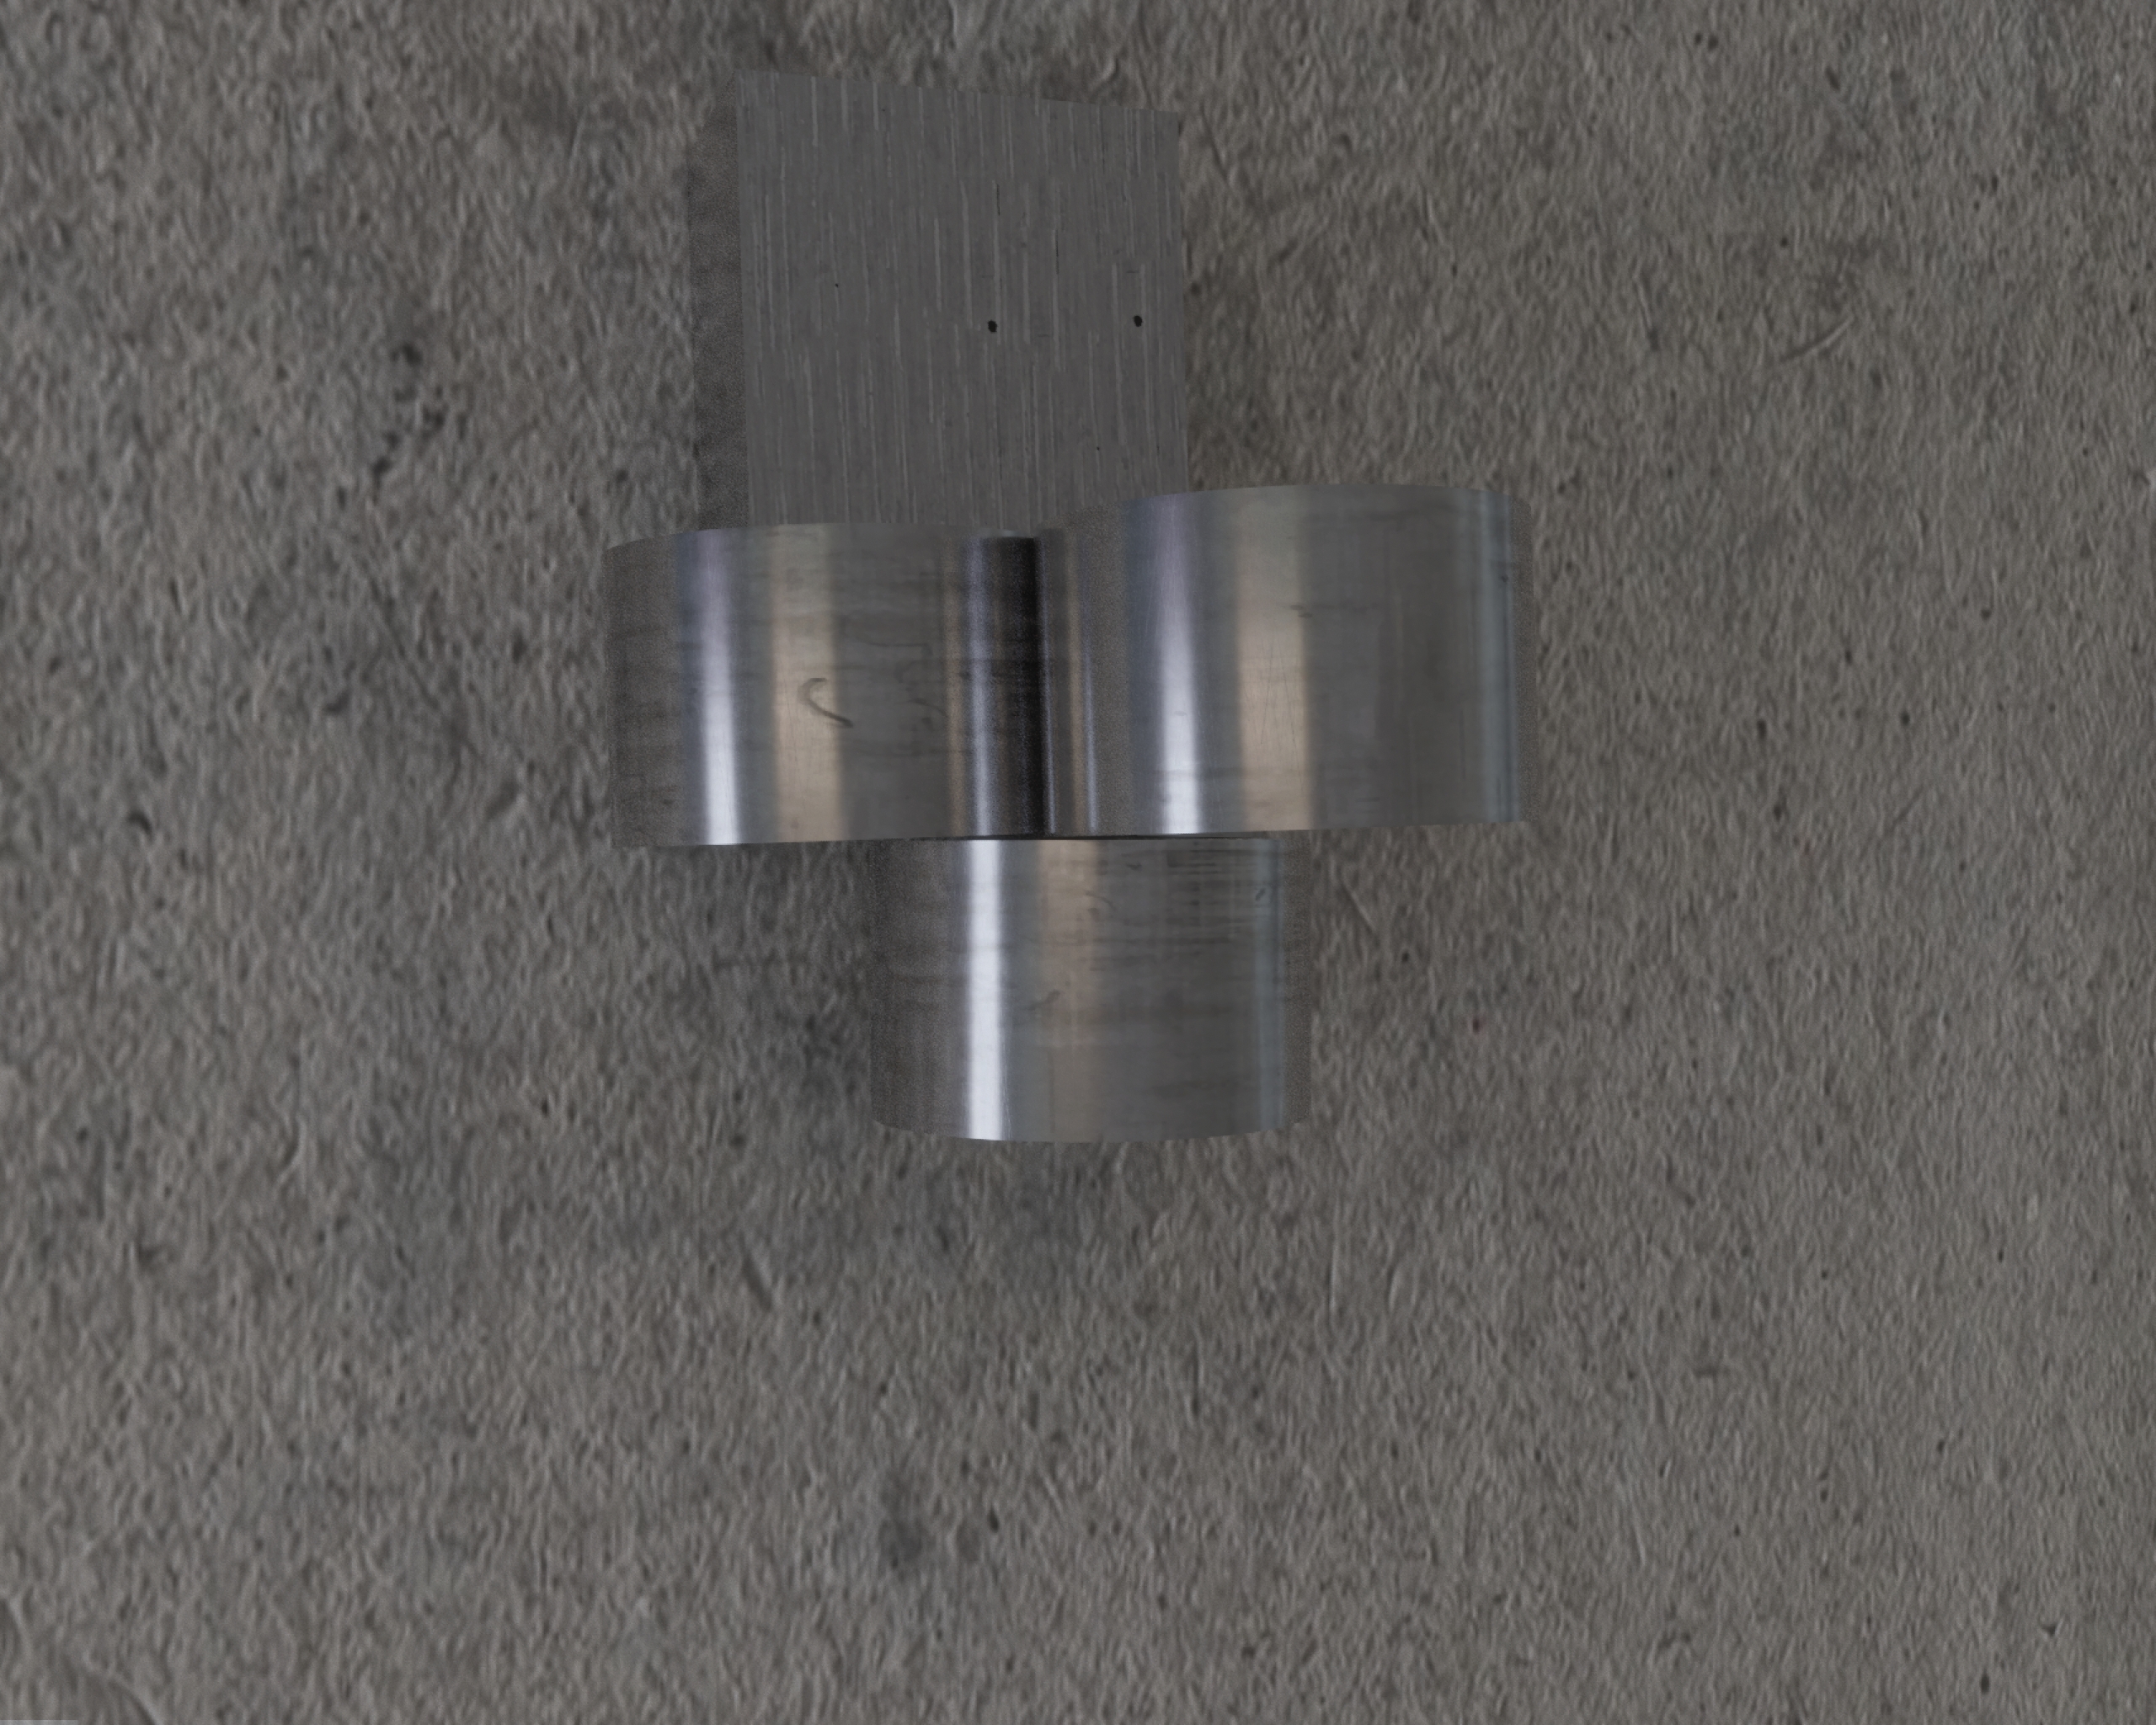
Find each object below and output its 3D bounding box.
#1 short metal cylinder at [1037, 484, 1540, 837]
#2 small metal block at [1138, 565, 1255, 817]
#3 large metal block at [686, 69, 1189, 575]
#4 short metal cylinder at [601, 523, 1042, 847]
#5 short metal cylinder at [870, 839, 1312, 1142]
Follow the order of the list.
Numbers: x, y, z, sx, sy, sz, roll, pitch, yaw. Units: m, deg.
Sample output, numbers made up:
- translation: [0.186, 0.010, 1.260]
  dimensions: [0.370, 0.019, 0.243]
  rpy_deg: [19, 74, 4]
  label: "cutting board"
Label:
- translation: [0.034, -0.030, 0.341]
  dimensions: [0.081, 0.080, 0.050]
  rpy_deg: [-2, 91, -20]
  label: "short metal cylinder"
- translation: [0.014, -0.030, 0.405]
  dimensions: [0.025, 0.050, 0.050]
  rpy_deg: [1, 90, -20]
  label: "small metal block"
- translation: [-0.027, -0.095, 0.388]
  dimensions: [0.081, 0.050, 0.080]
  rpy_deg: [-2, 91, -20]
  label: "large metal block"
- translation: [-0.041, -0.029, 0.366]
  dimensions: [0.081, 0.080, 0.050]
  rpy_deg: [-2, 91, -20]
  label: "short metal cylinder"
- translation: [0.002, 0.021, 0.383]
  dimensions: [0.081, 0.080, 0.050]
  rpy_deg: [0, 90, -20]
  label: "short metal cylinder"
